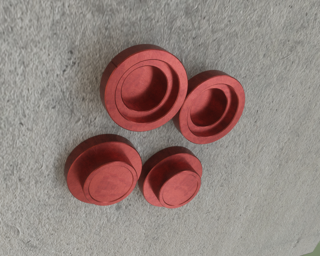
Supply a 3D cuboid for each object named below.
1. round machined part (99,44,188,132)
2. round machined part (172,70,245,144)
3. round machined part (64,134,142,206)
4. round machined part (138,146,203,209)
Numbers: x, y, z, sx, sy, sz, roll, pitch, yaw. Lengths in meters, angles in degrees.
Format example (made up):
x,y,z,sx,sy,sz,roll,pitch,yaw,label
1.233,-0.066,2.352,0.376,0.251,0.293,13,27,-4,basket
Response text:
x,y,z,sx,sy,sz,roll,pitch,yaw,label
-0.021,-0.048,0.354,0.099,0.042,0.097,-14,124,-21,round machined part
0.059,-0.031,0.409,0.099,0.042,0.097,-14,124,-21,round machined part
-0.068,0.060,0.396,0.099,0.042,0.097,-14,124,-21,round machined part
0.021,0.079,0.456,0.099,0.042,0.097,-14,124,-21,round machined part
